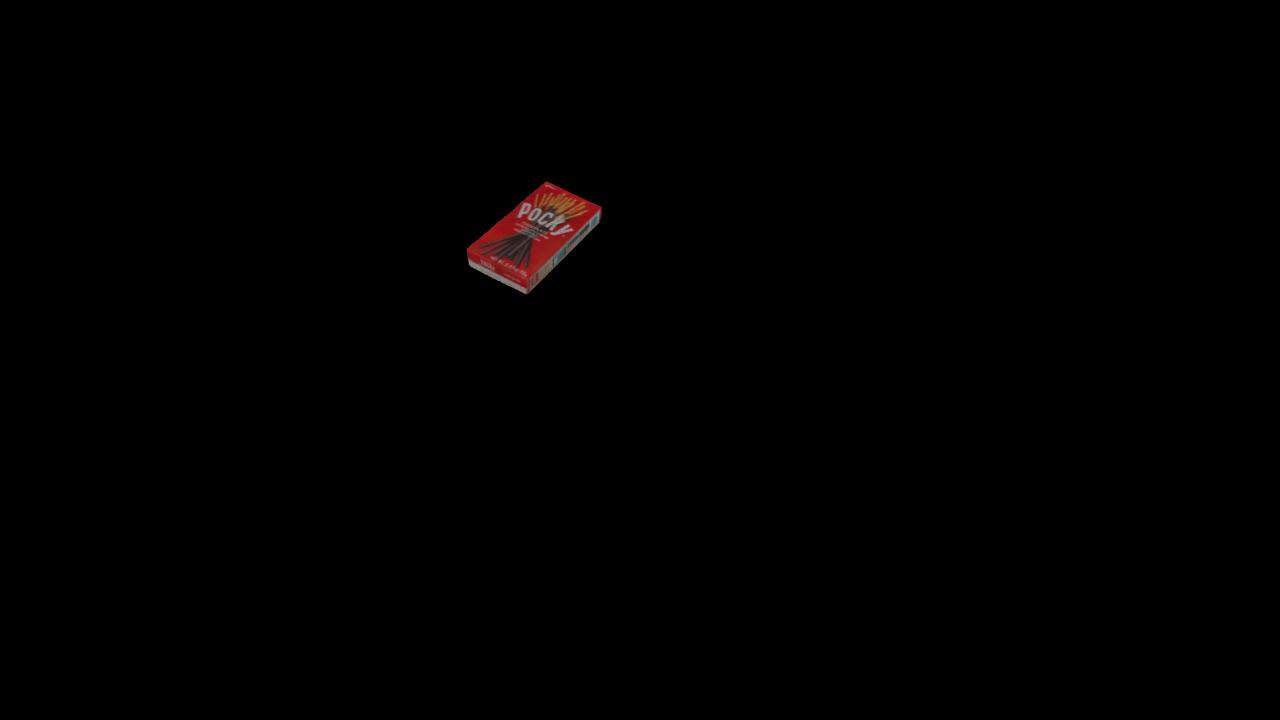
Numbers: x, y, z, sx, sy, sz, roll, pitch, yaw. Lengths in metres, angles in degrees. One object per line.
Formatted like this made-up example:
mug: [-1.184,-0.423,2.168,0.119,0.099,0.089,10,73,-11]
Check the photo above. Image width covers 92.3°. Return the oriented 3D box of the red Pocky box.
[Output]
red Pocky box: [-0.118,-0.144,0.704,0.083,0.155,0.028,26,-37,13]
